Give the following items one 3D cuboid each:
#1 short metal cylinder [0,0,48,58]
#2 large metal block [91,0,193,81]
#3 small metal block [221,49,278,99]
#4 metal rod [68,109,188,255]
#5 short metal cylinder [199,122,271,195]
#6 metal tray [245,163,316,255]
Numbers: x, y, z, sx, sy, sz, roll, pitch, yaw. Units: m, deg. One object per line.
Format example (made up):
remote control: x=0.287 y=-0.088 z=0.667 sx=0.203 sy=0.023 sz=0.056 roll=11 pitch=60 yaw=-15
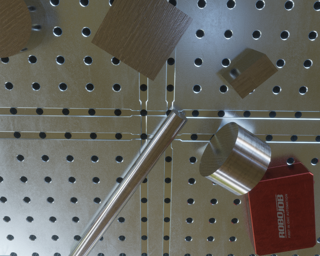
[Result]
short metal cylinder: x=-0.177 y=-0.124 z=0.353 sx=0.081 sy=0.050 sz=0.079 roll=0 pitch=110 yaw=0
large metal block: x=-0.020 y=-0.114 z=0.358 sx=0.080 sy=0.050 sz=0.080 roll=31 pitch=107 yaw=-11
small metal block: x=0.107 y=-0.067 z=0.376 sx=0.050 sy=0.050 sz=0.025 roll=-40 pitch=105 yaw=13
metal rod: x=-0.057 y=0.099 z=0.449 sx=0.025 sy=0.025 sz=0.299 roll=32 pitch=107 yaw=-11
short metal cylinder: x=0.095 y=0.039 z=0.399 sx=0.050 sy=0.080 sz=0.080 roll=31 pitch=107 yaw=-11
metal tray: x=0.177 y=0.122 z=0.457 sx=0.090 sy=0.030 sz=0.129 roll=-11 pitch=110 yaw=4
